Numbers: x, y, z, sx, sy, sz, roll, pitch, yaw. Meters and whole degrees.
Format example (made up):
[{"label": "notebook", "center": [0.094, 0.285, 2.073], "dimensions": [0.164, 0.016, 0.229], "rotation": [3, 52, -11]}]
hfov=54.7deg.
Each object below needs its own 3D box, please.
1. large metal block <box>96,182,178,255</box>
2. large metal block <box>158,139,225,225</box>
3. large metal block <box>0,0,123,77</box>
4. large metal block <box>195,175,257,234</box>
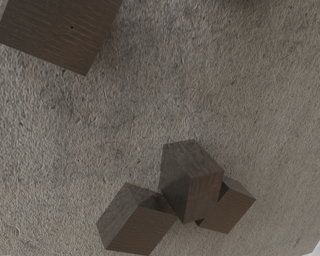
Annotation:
[{"label": "large metal block", "center": [-0.033, 0.136, 0.456], "dimensions": [0.080, 0.050, 0.080], "rotation": [27, 103, -38]}, {"label": "large metal block", "center": [0.041, 0.073, 0.439], "dimensions": [0.050, 0.080, 0.079], "rotation": [-9, 122, -24]}, {"label": "large metal block", "center": [-0.092, -0.104, 0.276], "dimensions": [0.081, 0.050, 0.080], "rotation": [19, 108, -36]}, {"label": "large metal block", "center": [0.101, 0.126, 0.524], "dimensions": [0.080, 0.050, 0.080], "rotation": [27, 103, -38]}]
